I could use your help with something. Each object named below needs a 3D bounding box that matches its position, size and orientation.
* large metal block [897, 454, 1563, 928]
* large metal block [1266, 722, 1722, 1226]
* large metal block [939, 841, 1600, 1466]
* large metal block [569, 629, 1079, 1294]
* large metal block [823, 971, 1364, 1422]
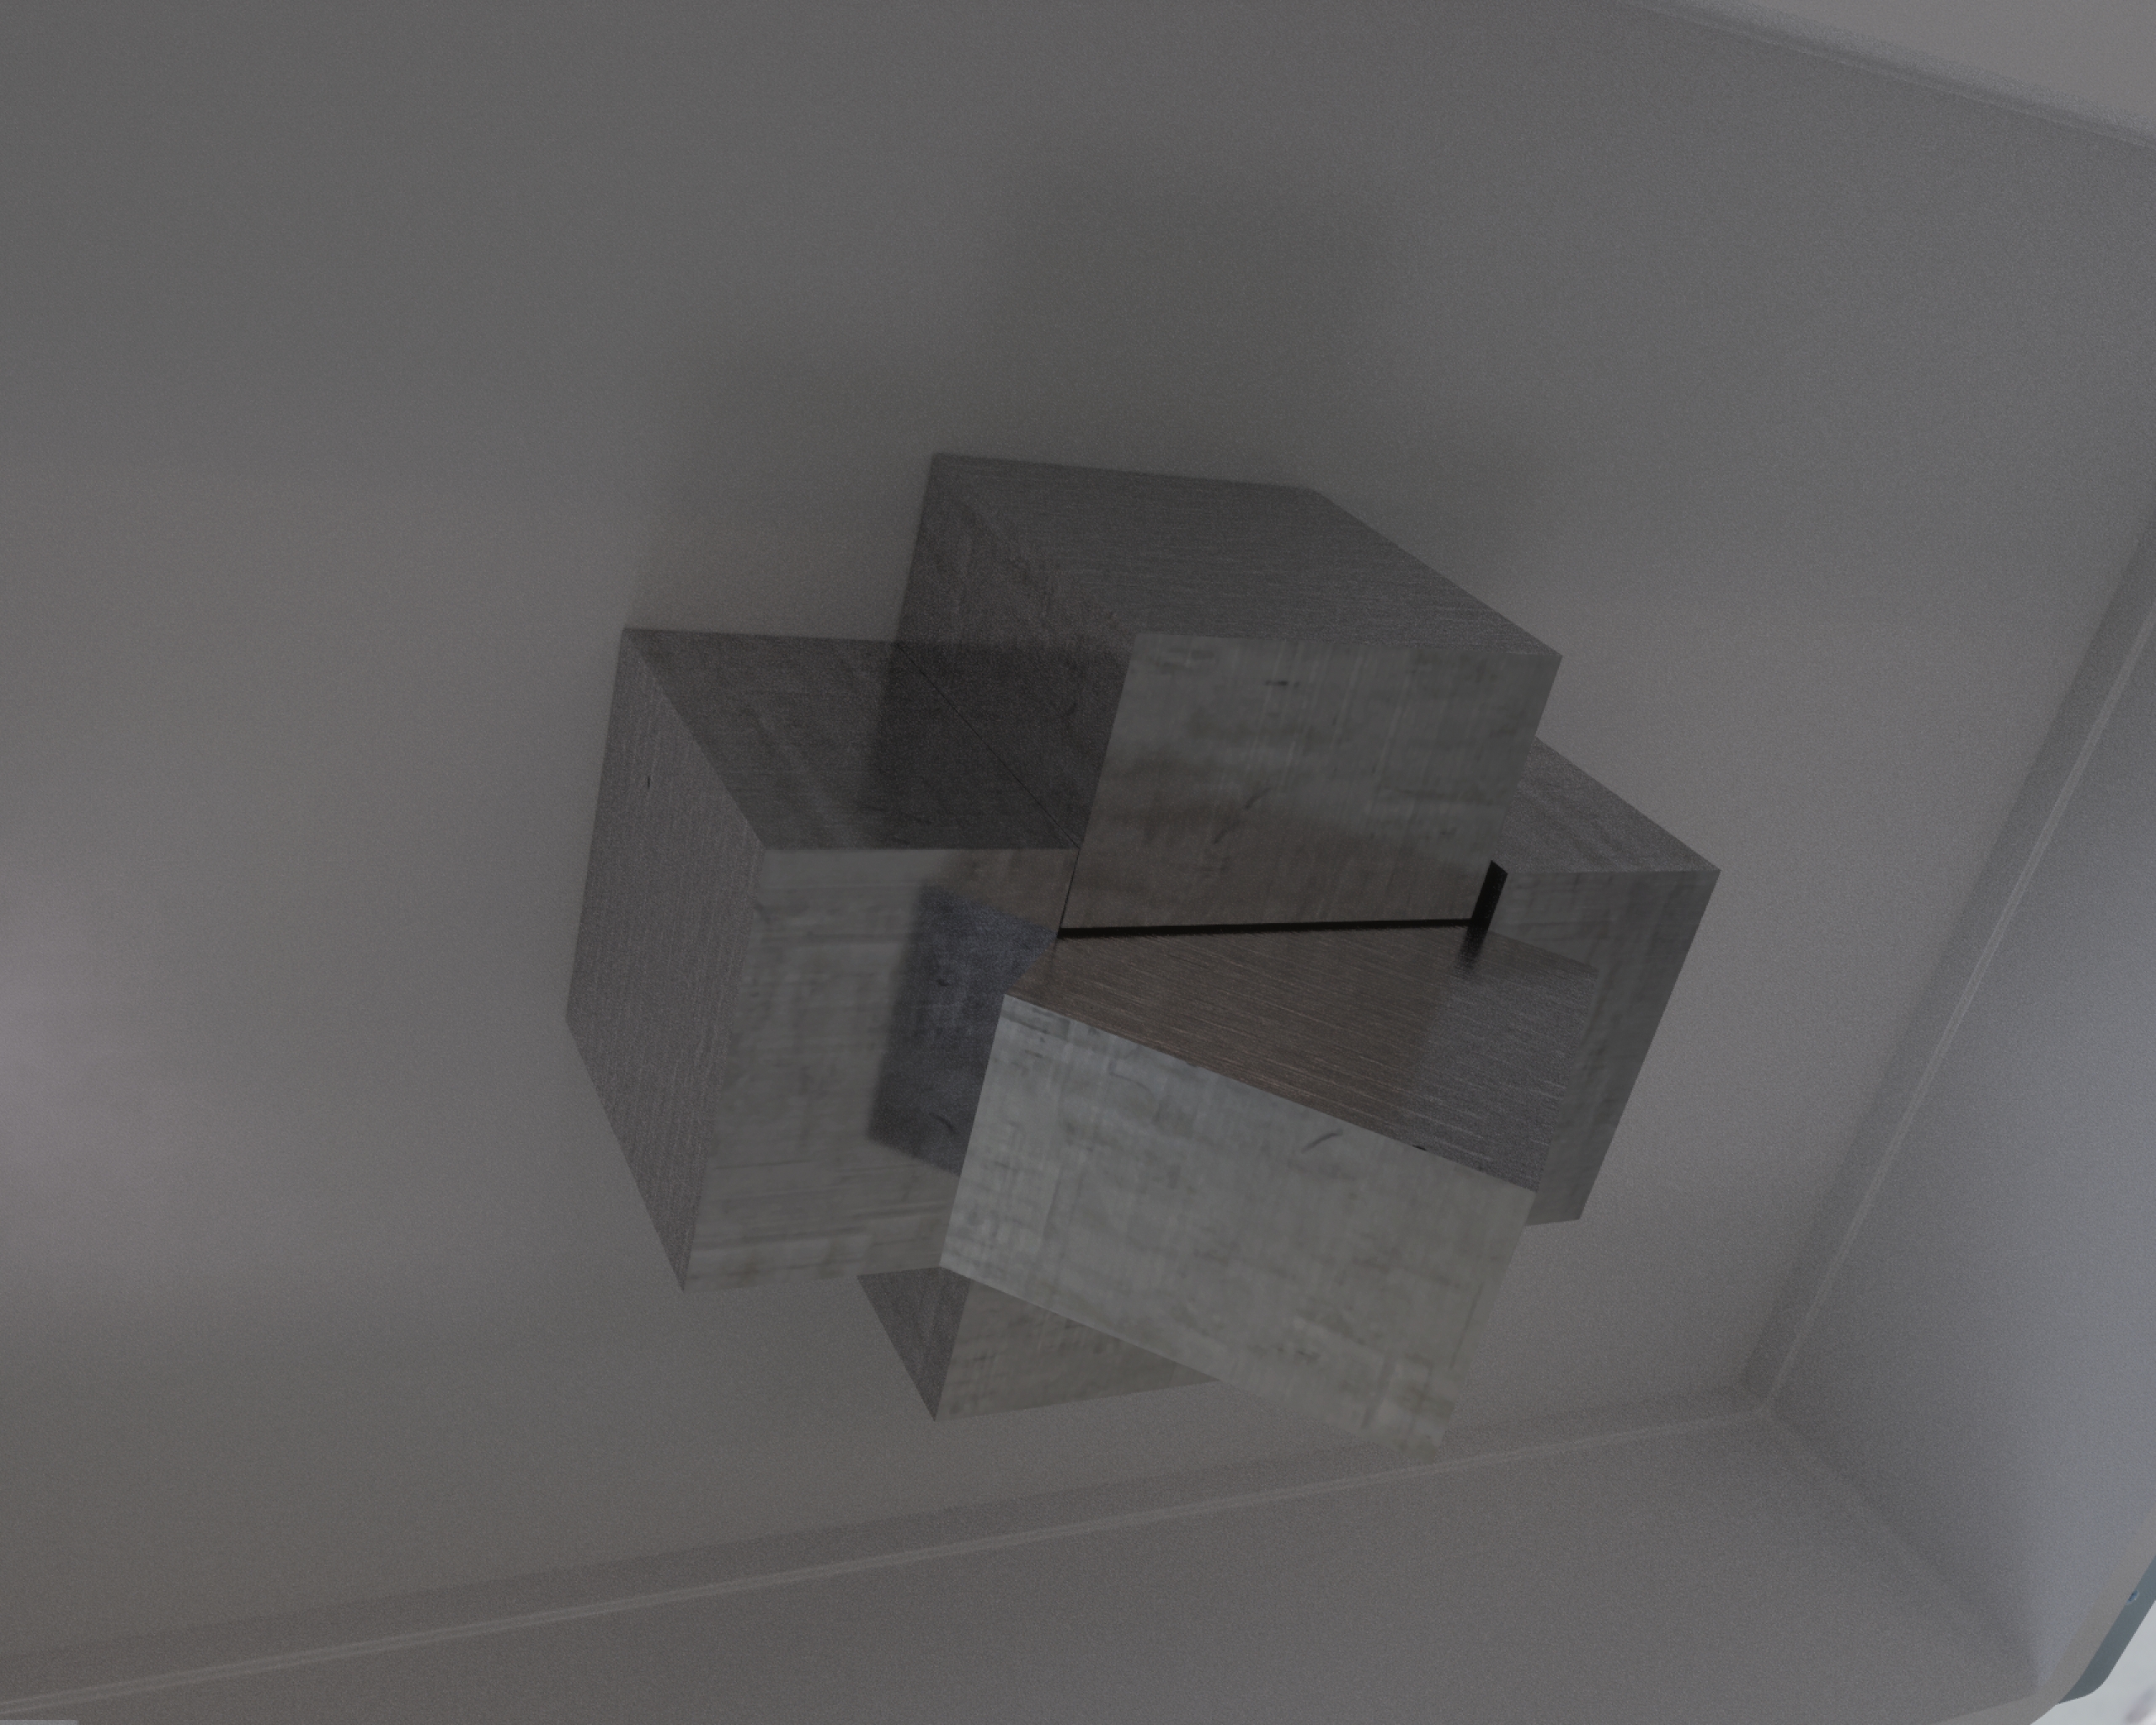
[{"bbox_3d":[0.022,-0.031,0.364,0.081,0.080,0.050,0,119,-28],"label":"large metal block"},{"bbox_3d":[0.070,0.018,0.418,0.050,0.080,0.079,0,119,-29],"label":"large metal block"},{"bbox_3d":[0.034,0.041,0.342,0.080,0.080,0.050,-46,153,-62],"label":"large metal block"},{"bbox_3d":[-0.048,0.014,0.355,0.050,0.080,0.079,0,119,-29],"label":"large metal block"},{"bbox_3d":[-0.001,0.057,0.406,0.081,0.080,0.050,0,119,-28],"label":"large metal block"}]
